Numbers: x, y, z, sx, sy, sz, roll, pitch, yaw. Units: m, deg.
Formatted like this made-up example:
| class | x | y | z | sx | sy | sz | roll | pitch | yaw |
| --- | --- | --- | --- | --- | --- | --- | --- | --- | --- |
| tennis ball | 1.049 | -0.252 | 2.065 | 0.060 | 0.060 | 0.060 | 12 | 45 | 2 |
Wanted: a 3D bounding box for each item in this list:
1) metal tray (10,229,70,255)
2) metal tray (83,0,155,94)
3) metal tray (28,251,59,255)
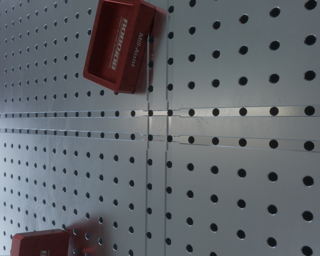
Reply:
| class | x | y | z | sx | sy | sz | roll | pitch | yaw |
| --- | --- | --- | --- | --- | --- | --- | --- | --- | --- |
| metal tray | -0.207 | 0.245 | 0.528 | 0.030 | 0.091 | 0.129 | -3 | 80 | 41 |
| metal tray | -0.064 | -0.125 | 0.460 | 0.090 | 0.030 | 0.129 | 26 | 106 | 37 |
| metal tray | -0.198 | 0.295 | 0.558 | 0.090 | 0.030 | 0.129 | -9 | 93 | 39 |
